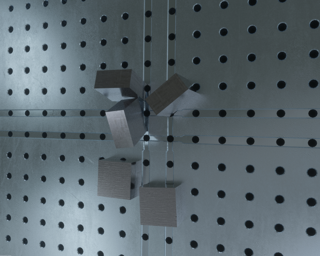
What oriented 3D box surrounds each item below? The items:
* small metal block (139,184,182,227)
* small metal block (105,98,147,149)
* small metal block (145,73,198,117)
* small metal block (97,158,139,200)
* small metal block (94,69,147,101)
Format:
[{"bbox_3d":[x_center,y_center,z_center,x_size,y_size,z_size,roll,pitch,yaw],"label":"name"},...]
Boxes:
[{"bbox_3d":[0.001,0.102,0.413,0.050,0.025,0.050,-3,89,20],"label":"small metal block"},{"bbox_3d":[-0.043,-0.007,0.407,0.025,0.050,0.050,-6,111,20],"label":"small metal block"},{"bbox_3d":[0.016,-0.040,0.394,0.050,0.050,0.025,-39,78,16],"label":"small metal block"},{"bbox_3d":[-0.058,0.070,0.434,0.050,0.025,0.050,2,91,20],"label":"small metal block"},{"bbox_3d":[-0.052,-0.056,0.416,0.050,0.050,0.025,1,76,20],"label":"small metal block"}]
